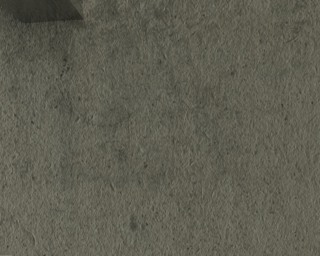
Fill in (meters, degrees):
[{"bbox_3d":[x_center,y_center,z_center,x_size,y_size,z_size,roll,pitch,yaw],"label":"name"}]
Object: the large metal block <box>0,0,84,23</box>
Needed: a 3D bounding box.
[{"bbox_3d":[-0.146,-0.170,0.381,0.081,0.080,0.050,-4,90,0],"label":"large metal block"}]
